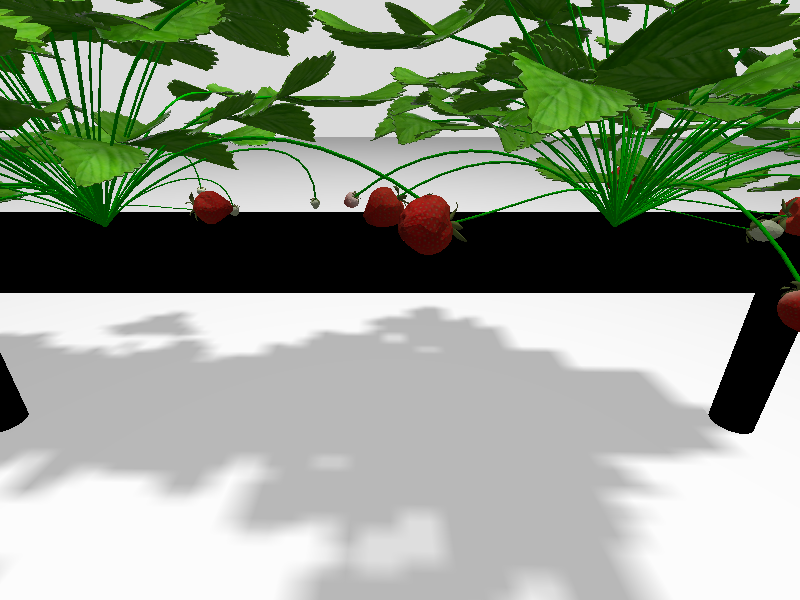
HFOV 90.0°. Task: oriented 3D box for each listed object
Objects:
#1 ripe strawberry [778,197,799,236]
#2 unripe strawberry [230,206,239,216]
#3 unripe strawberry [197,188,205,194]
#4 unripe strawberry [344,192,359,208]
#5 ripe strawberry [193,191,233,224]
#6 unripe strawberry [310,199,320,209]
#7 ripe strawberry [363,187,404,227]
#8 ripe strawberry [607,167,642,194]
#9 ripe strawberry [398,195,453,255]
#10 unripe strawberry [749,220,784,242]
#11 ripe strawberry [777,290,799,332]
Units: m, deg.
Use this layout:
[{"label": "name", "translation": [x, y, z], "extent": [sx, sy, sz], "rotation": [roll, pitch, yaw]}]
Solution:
[{"label": "ripe strawberry", "translation": [0.324, -0.066, 0.317], "extent": [0.031, 0.031, 0.035], "rotation": [6, 25, 13]}, {"label": "unripe strawberry", "translation": [-0.152, -0.082, 0.367], "extent": [0.010, 0.010, 0.009], "rotation": [-4, 24, -9]}, {"label": "unripe strawberry", "translation": [-0.245, -0.133, 0.493], "extent": [0.009, 0.010, 0.010], "rotation": [2, 24, 5]}, {"label": "unripe strawberry", "translation": [-0.052, -0.106, 0.427], "extent": [0.016, 0.016, 0.014], "rotation": [-25, 12, 28]}, {"label": "ripe strawberry", "translation": [-0.165, -0.082, 0.354], "extent": [0.030, 0.029, 0.033], "rotation": [-1, 24, -4]}, {"label": "unripe strawberry", "translation": [-0.087, -0.099, 0.412], "extent": [0.010, 0.010, 0.011], "rotation": [-9, 25, -19]}, {"label": "ripe strawberry", "translation": [-0.015, -0.078, 0.348], "extent": [0.035, 0.035, 0.033], "rotation": [-32, 20, 13]}, {"label": "ripe strawberry", "translation": [0.287, -0.153, 0.506], "extent": [0.043, 0.037, 0.043], "rotation": [13, 26, 26]}, {"label": "ripe strawberry", "translation": [0.016, -0.051, 0.272], "extent": [0.038, 0.040, 0.035], "rotation": [-11, 26, -23]}, {"label": "unripe strawberry", "translation": [0.278, -0.053, 0.304], "extent": [0.019, 0.017, 0.019], "rotation": [14, 27, 27]}, {"label": "ripe strawberry", "translation": [0.178, 0.005, 0.174], "extent": [0.019, 0.020, 0.020], "rotation": [1, -19, 3]}]
